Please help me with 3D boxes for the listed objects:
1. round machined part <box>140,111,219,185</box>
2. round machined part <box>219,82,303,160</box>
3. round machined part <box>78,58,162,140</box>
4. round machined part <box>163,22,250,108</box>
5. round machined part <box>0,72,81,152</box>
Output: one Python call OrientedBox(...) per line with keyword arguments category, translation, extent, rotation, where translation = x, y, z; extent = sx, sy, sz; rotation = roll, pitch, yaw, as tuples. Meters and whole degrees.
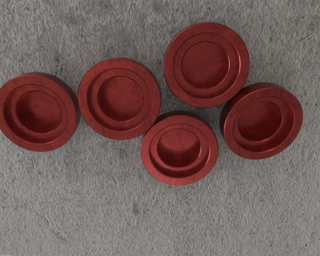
OrientedBox(category="round machined part", translation=(0.025, 0.023, 0.409), extent=(0.099, 0.042, 0.097), rotation=(0, 111, 0))
OrientedBox(category="round machined part", translation=(0.123, -0.012, 0.392), extent=(0.099, 0.042, 0.097), rotation=(-3, 117, -6))
OrientedBox(category="round machined part", translation=(-0.047, -0.038, 0.383), extent=(0.099, 0.042, 0.097), rotation=(1, 106, 3))
OrientedBox(category="round machined part", translation=(0.053, -0.077, 0.373), extent=(0.099, 0.042, 0.097), rotation=(0, 110, 0))
OrientedBox(category="round machined part", translation=(-0.149, -0.022, 0.391), extent=(0.099, 0.042, 0.097), rotation=(0, 110, 0))
